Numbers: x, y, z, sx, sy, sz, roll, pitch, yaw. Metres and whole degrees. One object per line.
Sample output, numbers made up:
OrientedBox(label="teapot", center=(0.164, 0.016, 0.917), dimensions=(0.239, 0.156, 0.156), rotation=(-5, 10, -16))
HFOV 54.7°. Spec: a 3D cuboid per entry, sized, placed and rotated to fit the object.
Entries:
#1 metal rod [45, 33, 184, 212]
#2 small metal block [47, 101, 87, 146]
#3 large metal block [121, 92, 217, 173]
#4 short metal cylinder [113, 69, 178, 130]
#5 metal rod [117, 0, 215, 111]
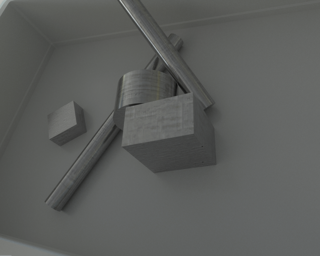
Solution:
OrientedBox(label="metal rod", center=(-0.059, -0.016, 0.444), dimensions=(0.025, 0.025, 0.300), rotation=(27, 76, 36))
OrientedBox(label="small metal block", center=(-0.146, -0.007, 0.484), dimensions=(0.050, 0.025, 0.050), rotation=(-28, 52, 10))
OrientedBox(label="large metal block", center=(0.013, 0.010, 0.356), dimensions=(0.080, 0.080, 0.050), rotation=(-11, 57, 22))
OrientedBox(label="short metal cylinder", center=(-0.017, -0.030, 0.396), dimensions=(0.080, 0.080, 0.050), rotation=(-11, 58, 22))
OrientedBox(label="metal rod", center=(-0.024, -0.147, 0.413), dimensions=(0.025, 0.025, 0.299), rotation=(-35, 82, 5))
